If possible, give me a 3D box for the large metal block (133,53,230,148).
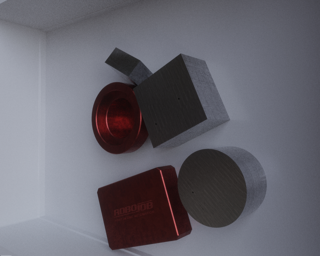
[{"bbox_3d":[0.024,-0.029,0.369,0.080,0.050,0.080,-31,71,35],"label":"large metal block"}]

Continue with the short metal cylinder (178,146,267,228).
[{"bbox_3d":[0.066,0.061,0.334,0.080,0.050,0.079,0,90,39],"label":"short metal cylinder"}]

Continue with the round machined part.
[{"bbox_3d":[-0.048,-0.013,0.433,0.098,0.042,0.097,0,90,39],"label":"round machined part"}]

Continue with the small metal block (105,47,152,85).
[{"bbox_3d":[-0.037,-0.076,0.416,0.050,0.050,0.025,35,88,34],"label":"small metal block"}]

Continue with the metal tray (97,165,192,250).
[{"bbox_3d":[-0.027,0.111,0.423,0.130,0.030,0.090,-25,75,37],"label":"metal tray"}]
